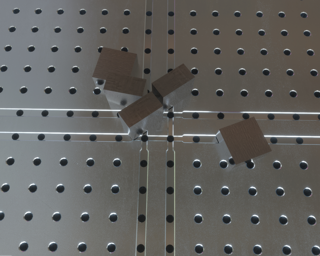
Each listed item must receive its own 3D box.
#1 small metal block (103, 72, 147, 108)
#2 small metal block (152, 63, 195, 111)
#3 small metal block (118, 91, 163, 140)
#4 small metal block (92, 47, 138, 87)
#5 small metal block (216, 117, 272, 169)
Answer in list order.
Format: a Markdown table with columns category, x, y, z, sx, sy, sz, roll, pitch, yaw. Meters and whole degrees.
| category | x | y | z | sx | sy | sz | roll | pitch | yaw |
| --- | --- | --- | --- | --- | --- | --- | --- | --- | --- |
| small metal block | -0.044 | -0.047 | 0.416 | 0.050 | 0.050 | 0.025 | 11 | 71 | 4 |
| small metal block | 0.017 | -0.053 | 0.418 | 0.050 | 0.050 | 0.025 | -34 | 74 | -11 |
| small metal block | -0.024 | -0.015 | 0.404 | 0.050 | 0.050 | 0.025 | -34 | 74 | -11 |
| small metal block | -0.063 | -0.083 | 0.442 | 0.050 | 0.025 | 0.050 | 13 | 70 | 4 |
| small metal block | 0.108 | 0.019 | 0.405 | 0.050 | 0.025 | 0.050 | -20 | 71 | -7 |
